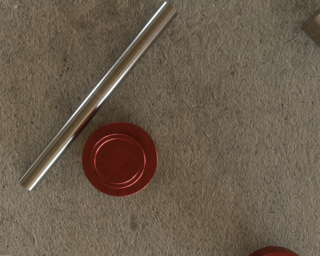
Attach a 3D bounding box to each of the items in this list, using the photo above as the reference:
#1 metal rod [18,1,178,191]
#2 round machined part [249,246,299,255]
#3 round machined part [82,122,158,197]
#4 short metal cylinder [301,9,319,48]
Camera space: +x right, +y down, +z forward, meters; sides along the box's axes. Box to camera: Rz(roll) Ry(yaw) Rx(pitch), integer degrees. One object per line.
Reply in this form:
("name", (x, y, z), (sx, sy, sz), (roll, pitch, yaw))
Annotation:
("metal rod", (-0.081, -0.042, 0.409), (0.025, 0.025, 0.300), (39, 90, 0))
("round machined part", (0.148, 0.202, 0.403), (0.099, 0.042, 0.097), (0, 90, 0))
("round machined part", (-0.052, 0.041, 0.401), (0.099, 0.042, 0.097), (0, 90, 0))
("short metal cylinder", (0.226, -0.136, 0.384), (0.080, 0.080, 0.050), (-43, 90, 0))
